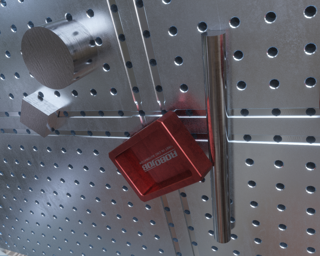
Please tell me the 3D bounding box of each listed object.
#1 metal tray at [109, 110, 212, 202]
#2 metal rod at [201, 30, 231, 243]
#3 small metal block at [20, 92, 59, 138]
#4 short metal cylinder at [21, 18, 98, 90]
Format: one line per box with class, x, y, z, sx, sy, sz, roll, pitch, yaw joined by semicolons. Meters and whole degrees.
metal tray;-0.005;0.043;0.419;0.129;0.030;0.090;-33;94;45
metal rod;0.074;0.032;0.390;0.025;0.025;0.298;6;121;25
small metal block;-0.194;-0.020;0.498;0.050;0.025;0.050;32;128;7
short metal cylinder;-0.129;-0.096;0.401;0.080;0.050;0.079;13;124;20
